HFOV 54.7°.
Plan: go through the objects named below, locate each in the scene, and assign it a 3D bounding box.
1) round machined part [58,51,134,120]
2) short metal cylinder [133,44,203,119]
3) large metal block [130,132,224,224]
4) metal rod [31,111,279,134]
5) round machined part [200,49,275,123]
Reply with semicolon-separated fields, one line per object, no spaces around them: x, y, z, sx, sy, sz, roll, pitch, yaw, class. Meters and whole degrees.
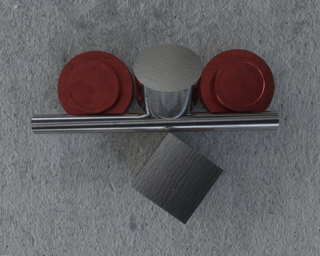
-0.084;-0.052;0.401;0.099;0.042;0.097;0;90;0;round machined part
0.010;-0.057;0.380;0.080;0.050;0.080;0;55;0;short metal cylinder
0.021;0.060;0.397;0.080;0.050;0.080;35;90;0;large metal block
-0.005;-0.007;0.390;0.302;0.025;0.025;-1;90;0;metal rod
0.101;-0.054;0.404;0.099;0.042;0.097;0;90;0;round machined part
